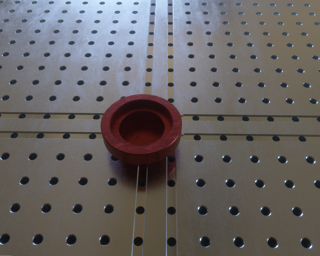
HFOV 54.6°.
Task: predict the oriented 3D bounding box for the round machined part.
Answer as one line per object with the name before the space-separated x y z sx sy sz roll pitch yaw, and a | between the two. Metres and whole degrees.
round machined part | -0.023 0.006 0.392 0.099 0.042 0.098 0 50 0
